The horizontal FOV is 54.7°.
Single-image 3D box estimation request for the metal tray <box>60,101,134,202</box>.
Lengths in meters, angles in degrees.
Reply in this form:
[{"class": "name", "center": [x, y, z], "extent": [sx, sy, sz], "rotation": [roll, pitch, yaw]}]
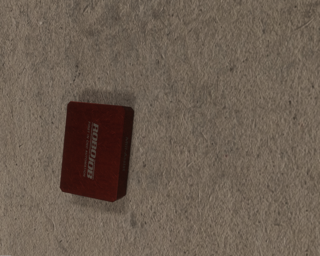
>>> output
[{"class": "metal tray", "center": [-0.089, 0.031, 0.437], "extent": [0.090, 0.030, 0.129], "rotation": [7, 92, 19]}]
